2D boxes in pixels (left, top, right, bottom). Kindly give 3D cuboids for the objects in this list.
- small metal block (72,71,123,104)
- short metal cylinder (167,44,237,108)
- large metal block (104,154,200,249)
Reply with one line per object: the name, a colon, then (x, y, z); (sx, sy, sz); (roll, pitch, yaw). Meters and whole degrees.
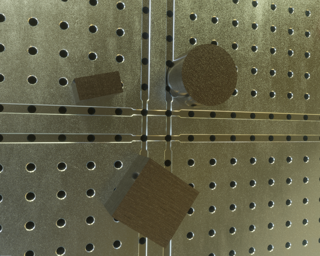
small metal block: (-0.076, -0.048, 0.371); (0.050, 0.050, 0.025); (-14, 95, -20)
short metal cylinder: (0.056, -0.068, 0.420); (0.081, 0.050, 0.080); (0, 90, -20)
large metal block: (-0.011, 0.091, 0.395); (0.080, 0.050, 0.080); (37, 78, -17)
